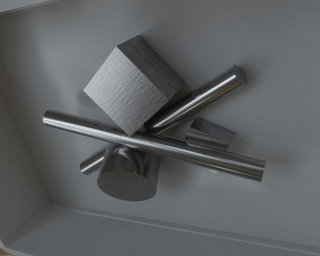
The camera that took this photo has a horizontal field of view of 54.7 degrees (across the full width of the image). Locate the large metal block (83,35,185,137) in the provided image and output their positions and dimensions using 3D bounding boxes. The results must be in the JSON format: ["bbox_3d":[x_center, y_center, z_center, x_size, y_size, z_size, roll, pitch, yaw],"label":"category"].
[{"bbox_3d":[-0.031,-0.050,0.374,0.080,0.050,0.080,46,129,-4],"label":"large metal block"}]

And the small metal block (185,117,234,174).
[{"bbox_3d":[0.058,0.022,0.387,0.050,0.025,0.050,24,127,13],"label":"small metal block"}]

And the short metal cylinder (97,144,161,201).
[{"bbox_3d":[-0.042,0.060,0.430,0.080,0.050,0.080,5,140,5],"label":"short metal cylinder"}]

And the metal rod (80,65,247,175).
[{"bbox_3d":[-0.018,0.005,0.417,0.299,0.025,0.025,-31,102,37],"label":"metal rod"}]

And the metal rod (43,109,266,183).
[{"bbox_3d":[-0.023,0.017,0.395,0.301,0.025,0.025,13,124,20],"label":"metal rod"}]
